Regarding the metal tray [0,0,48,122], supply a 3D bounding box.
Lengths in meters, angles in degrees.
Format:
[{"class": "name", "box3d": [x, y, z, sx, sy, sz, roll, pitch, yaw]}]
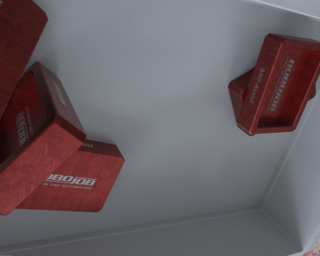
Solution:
[{"class": "metal tray", "box3d": [-0.143, -0.069, 0.224, 0.030, 0.130, 0.090, -21, 137, 30]}]

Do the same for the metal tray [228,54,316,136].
[{"class": "metal tray", "box3d": [0.171, -0.056, 0.463, 0.131, 0.030, 0.090, -31, 129, -9]}]

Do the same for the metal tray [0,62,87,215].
[{"class": "metal tray", "box3d": [-0.122, 0.000, 0.274, 0.090, 0.130, 0.030, -43, 129, 1]}]

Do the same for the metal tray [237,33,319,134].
[{"class": "metal tray", "box3d": [0.165, -0.056, 0.420, 0.091, 0.030, 0.129, -2, 120, -27]}]

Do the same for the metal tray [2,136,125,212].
[{"class": "metal tray", "box3d": [-0.119, 0.055, 0.374, 0.131, 0.030, 0.089, 14, 111, -34]}]
